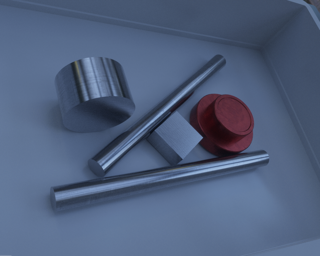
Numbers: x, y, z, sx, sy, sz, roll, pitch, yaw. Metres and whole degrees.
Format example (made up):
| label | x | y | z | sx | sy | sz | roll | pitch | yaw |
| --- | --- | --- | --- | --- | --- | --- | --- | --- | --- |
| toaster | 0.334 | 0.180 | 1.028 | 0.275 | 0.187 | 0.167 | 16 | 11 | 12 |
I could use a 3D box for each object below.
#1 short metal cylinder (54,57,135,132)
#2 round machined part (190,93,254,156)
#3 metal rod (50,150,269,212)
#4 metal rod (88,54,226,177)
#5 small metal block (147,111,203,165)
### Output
| label | x | y | z | sx | sy | sz | roll | pitch | yaw |
| --- | --- | --- | --- | --- | --- | --- | --- | --- | --- |
| short metal cylinder | -0.074 | -0.035 | 0.352 | 0.081 | 0.080 | 0.050 | -5 | 65 | -31 |
| round machined part | 0.097 | -0.010 | 0.451 | 0.099 | 0.042 | 0.098 | 14 | 56 | -21 |
| metal rod | 0.024 | 0.057 | 0.383 | 0.303 | 0.025 | 0.025 | -6 | 65 | -31 |
| metal rod | 0.016 | -0.035 | 0.435 | 0.025 | 0.025 | 0.302 | 45 | 51 | 3 |
| small metal block | 0.020 | 0.014 | 0.407 | 0.050 | 0.025 | 0.050 | 46 | 51 | 3 |
